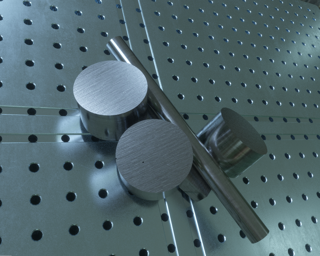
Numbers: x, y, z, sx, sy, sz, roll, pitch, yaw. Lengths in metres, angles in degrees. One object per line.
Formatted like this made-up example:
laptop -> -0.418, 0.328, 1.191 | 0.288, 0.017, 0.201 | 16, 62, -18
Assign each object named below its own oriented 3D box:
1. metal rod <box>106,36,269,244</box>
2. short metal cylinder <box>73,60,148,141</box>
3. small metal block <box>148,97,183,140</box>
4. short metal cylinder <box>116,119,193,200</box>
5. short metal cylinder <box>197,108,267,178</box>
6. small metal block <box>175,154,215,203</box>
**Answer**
metal rod -> 0.027, 0.006, 0.382 | 0.025, 0.025, 0.299 | -29, 77, -37
short metal cylinder -> -0.055, -0.032, 0.360 | 0.081, 0.050, 0.080 | 2, 56, -2
small metal block -> -0.005, -0.011, 0.408 | 0.050, 0.025, 0.050 | 40, 51, -1
short metal cylinder -> -0.007, 0.036, 0.344 | 0.081, 0.050, 0.080 | 1, 68, -3
short metal cylinder -> 0.094, 0.019, 0.410 | 0.080, 0.050, 0.080 | 32, 29, -20
small metal block -> 0.045, 0.057, 0.393 | 0.050, 0.025, 0.050 | 42, 51, 1
